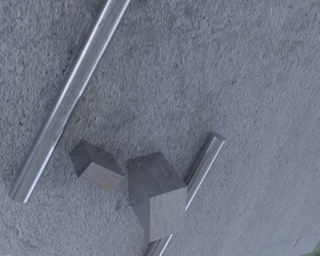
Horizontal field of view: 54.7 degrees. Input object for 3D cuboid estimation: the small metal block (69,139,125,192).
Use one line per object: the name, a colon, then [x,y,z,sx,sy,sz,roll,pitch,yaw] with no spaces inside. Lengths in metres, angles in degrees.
small metal block: [-0.077,0.046,0.377,0.050,0.050,0.025,33,100,-39]

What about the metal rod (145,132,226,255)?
metal rod: [0.026,0.140,0.508,0.025,0.025,0.298,13,112,-34]

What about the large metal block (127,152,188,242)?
large metal block: [-0.006,0.092,0.425,0.050,0.080,0.079,-13,124,-22]

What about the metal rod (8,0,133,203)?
metal rod: [-0.091,-0.044,0.329,0.025,0.025,0.299,21,107,-36]
